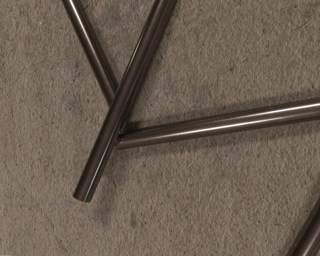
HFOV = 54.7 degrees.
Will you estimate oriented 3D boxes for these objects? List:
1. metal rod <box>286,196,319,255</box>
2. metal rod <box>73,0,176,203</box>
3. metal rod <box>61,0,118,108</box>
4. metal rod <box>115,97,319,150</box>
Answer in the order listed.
[{"bbox_3d":[0.172,0.109,0.338,0.025,0.025,0.298,27,102,17],"label":"metal rod"},{"bbox_3d":[-0.044,-0.045,0.405,0.025,0.025,0.299,23,91,18],"label":"metal rod"},{"bbox_3d":[-0.121,-0.165,0.450,0.025,0.025,0.299,-28,81,17],"label":"metal rod"},{"bbox_3d":[0.083,-0.006,0.379,0.301,0.025,0.025,-10,87,19],"label":"metal rod"}]
